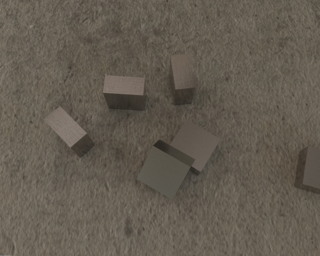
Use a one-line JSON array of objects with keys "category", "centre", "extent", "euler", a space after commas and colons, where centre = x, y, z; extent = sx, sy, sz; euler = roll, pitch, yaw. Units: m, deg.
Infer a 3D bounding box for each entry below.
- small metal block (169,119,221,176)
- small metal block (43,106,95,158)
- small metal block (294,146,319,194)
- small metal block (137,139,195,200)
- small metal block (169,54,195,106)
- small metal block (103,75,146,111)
[{"category": "small metal block", "centre": [0.042, 0.025, 0.399], "extent": [0.050, 0.025, 0.050], "euler": [31, 73, 10]}, {"category": "small metal block", "centre": [-0.113, 0.006, 0.391], "extent": [0.050, 0.050, 0.025], "euler": [43, 76, 13]}, {"category": "small metal block", "centre": [0.203, 0.056, 0.390], "extent": [0.050, 0.025, 0.050], "euler": [16, 71, 5]}, {"category": "small metal block", "centre": [0.007, 0.050, 0.376], "extent": [0.050, 0.025, 0.050], "euler": [29, 112, 9]}, {"category": "small metal block", "centre": [0.029, -0.064, 0.419], "extent": [0.025, 0.050, 0.050], "euler": [-6, 70, -3]}, {"category": "small metal block", "centre": [-0.045, -0.045, 0.411], "extent": [0.050, 0.050, 0.025], "euler": [4, 70, 1]}]
